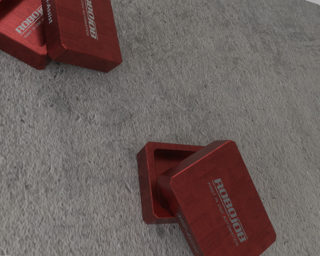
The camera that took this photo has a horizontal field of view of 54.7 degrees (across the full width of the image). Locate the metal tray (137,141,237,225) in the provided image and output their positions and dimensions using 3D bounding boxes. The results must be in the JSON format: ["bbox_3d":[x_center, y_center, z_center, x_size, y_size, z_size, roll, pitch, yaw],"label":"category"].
[{"bbox_3d":[0.041,0.067,0.380,0.131,0.030,0.090,6,59,-25],"label":"metal tray"}]

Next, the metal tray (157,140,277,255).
[{"bbox_3d":[0.065,0.089,0.338,0.091,0.030,0.129,-29,98,-25],"label":"metal tray"}]

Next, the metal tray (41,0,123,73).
[{"bbox_3d":[-0.102,-0.143,0.400,0.091,0.030,0.129,5,68,-49],"label":"metal tray"}]

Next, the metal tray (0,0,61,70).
[{"bbox_3d":[-0.159,-0.145,0.402,0.090,0.030,0.130,29,52,-10],"label":"metal tray"}]
